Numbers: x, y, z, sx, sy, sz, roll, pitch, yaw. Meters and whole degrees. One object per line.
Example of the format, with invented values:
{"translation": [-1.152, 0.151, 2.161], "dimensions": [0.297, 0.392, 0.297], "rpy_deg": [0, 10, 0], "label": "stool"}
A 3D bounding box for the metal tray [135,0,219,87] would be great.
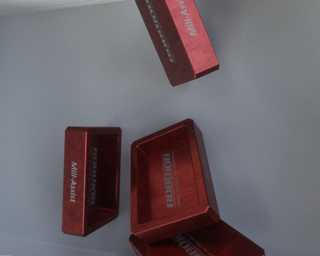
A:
{"translation": [0.014, -0.116, 0.353], "dimensions": [0.030, 0.090, 0.129], "rpy_deg": [-25, 97, -12], "label": "metal tray"}

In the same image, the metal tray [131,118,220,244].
{"translation": [0.012, 0.057, 0.362], "dimensions": [0.090, 0.030, 0.130], "rpy_deg": [-23, 43, 18], "label": "metal tray"}

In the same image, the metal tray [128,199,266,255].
{"translation": [0.036, 0.134, 0.332], "dimensions": [0.130, 0.091, 0.030], "rpy_deg": [25, 141, 54], "label": "metal tray"}

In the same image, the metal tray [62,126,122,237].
{"translation": [-0.086, 0.063, 0.404], "dimensions": [0.030, 0.090, 0.129], "rpy_deg": [2, 91, 20], "label": "metal tray"}
